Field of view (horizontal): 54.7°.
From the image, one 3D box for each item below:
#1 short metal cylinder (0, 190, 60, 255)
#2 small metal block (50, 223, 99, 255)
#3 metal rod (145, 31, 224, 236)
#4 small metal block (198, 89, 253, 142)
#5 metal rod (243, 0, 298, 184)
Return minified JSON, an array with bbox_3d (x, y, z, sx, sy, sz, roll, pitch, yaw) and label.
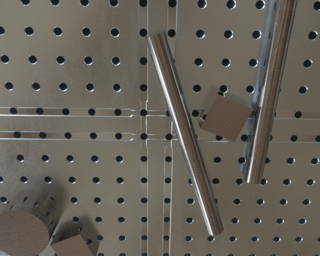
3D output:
[{"bbox_3d":[-0.193,0.138,0.449,0.081,0.050,0.079,0,110,0],"label":"short metal cylinder"},{"bbox_3d":[-0.131,0.183,0.480,0.050,0.025,0.050,-22,109,8],"label":"small metal block"},{"bbox_3d":[0.039,0.021,0.421,0.025,0.025,0.298,-17,109,6],"label":"metal rod"},{"bbox_3d":[0.085,-0.016,0.408,0.050,0.025,0.050,22,109,-8],"label":"small metal block"},{"bbox_3d":[0.141,-0.066,0.390,0.025,0.025,0.298,3,110,-1],"label":"metal rod"}]
